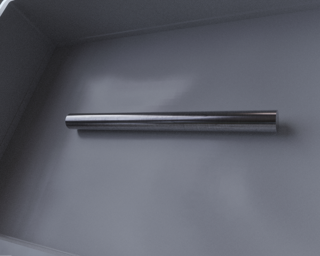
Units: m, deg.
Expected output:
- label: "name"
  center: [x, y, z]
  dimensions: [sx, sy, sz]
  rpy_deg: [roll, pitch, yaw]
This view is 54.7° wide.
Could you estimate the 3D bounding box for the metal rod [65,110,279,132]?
- label: "metal rod"
  center: [-0.004, -0.009, 0.409]
  dimensions: [0.300, 0.025, 0.025]
  rpy_deg: [1, 62, 28]
